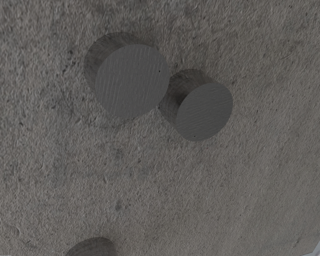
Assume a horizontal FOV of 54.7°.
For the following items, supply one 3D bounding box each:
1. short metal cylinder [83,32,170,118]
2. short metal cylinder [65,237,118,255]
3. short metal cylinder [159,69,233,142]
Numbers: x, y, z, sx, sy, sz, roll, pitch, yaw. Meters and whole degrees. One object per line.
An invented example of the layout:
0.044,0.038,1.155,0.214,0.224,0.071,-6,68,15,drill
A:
-0.037,-0.058,0.335,0.081,0.050,0.079,-14,124,-21,short metal cylinder
-0.100,0.213,0.468,0.081,0.050,0.079,-14,124,-21,short metal cylinder
0.045,-0.029,0.397,0.081,0.050,0.079,-14,124,-21,short metal cylinder
